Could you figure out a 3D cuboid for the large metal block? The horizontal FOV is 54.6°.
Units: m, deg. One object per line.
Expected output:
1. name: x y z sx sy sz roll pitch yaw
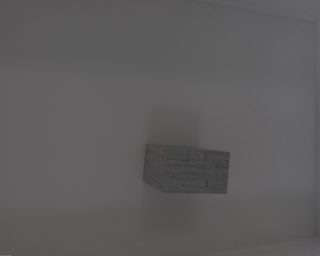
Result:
1. large metal block: 0.030 0.050 0.392 0.081 0.080 0.050 5 88 -20
